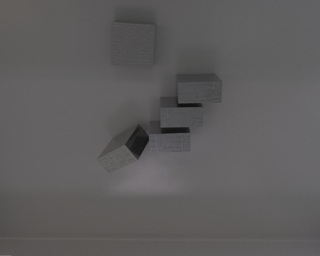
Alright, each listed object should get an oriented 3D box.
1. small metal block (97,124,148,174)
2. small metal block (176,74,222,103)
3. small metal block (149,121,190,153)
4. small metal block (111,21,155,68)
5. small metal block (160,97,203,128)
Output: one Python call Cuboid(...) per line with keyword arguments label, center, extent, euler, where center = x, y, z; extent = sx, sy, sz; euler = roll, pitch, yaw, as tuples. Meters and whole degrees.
Cuboid(label="small metal block", center=(-0.046, 0.026, 0.400), extent=(0.050, 0.050, 0.025), euler=(-28, 109, 30))
Cuboid(label="small metal block", center=(0.046, -0.049, 0.380), extent=(0.050, 0.050, 0.025), euler=(-1, 110, 0))
Cuboid(label="small metal block", center=(0.012, 0.010, 0.401), extent=(0.050, 0.050, 0.025), euler=(-2, 110, 0))
Cuboid(label="small metal block", center=(-0.032, -0.101, 0.374), extent=(0.050, 0.025, 0.050), euler=(3, 110, -2))
Cuboid(label="small metal block", center=(0.026, -0.021, 0.390), extent=(0.050, 0.050, 0.025), euler=(-1, 110, 0))
